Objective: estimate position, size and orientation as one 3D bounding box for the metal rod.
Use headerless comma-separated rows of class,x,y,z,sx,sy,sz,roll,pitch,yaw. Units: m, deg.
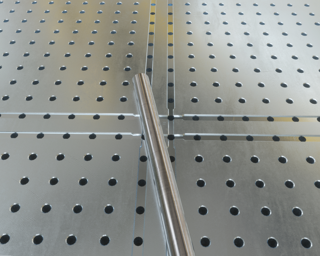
metal rod,0.000,0.039,0.374,0.025,0.025,0.300,-9,51,-7
